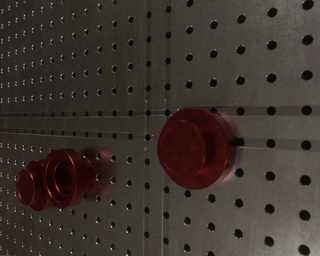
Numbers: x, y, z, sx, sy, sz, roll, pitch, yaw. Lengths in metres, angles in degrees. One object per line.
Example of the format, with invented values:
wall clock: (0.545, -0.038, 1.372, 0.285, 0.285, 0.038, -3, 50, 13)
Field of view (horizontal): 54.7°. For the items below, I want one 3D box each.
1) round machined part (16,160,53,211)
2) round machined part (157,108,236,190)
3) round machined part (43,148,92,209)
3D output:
round machined part: (-0.238, 0.110, 0.591, 0.098, 0.042, 0.097, 0, 90, 39)
round machined part: (0.035, 0.025, 0.368, 0.098, 0.042, 0.097, 0, 90, 39)
round machined part: (-0.152, 0.082, 0.521, 0.098, 0.042, 0.097, 0, 90, 39)
